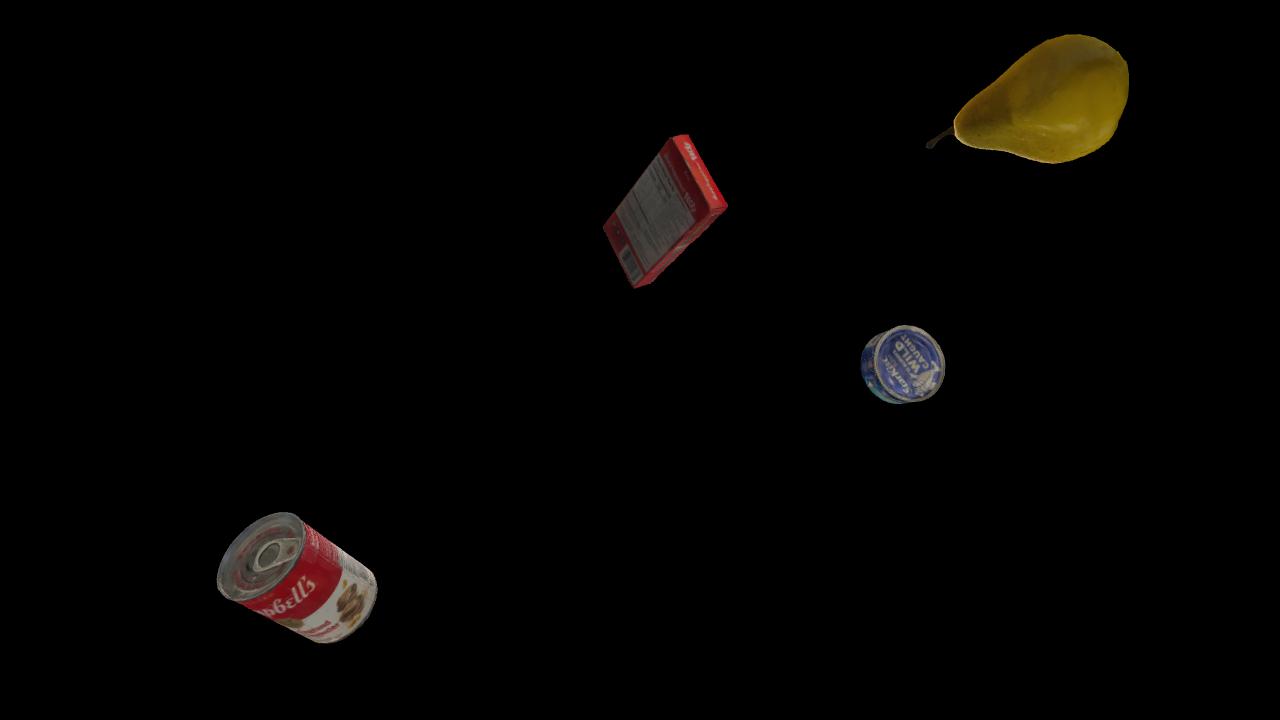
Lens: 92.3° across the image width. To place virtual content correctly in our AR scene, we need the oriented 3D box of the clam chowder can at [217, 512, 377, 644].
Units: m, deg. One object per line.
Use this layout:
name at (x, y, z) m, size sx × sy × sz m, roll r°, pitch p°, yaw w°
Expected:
clam chowder can at (-0.264, 0.174, 0.484) m, size 0.068 × 0.068 × 0.102 m, roll 0°, pitch -40°, yaw 18°

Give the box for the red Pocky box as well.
red Pocky box at (0.020, -0.143, 0.619) m, size 0.028 × 0.083 × 0.155 m, roll -19°, pitch -11°, yaw -34°

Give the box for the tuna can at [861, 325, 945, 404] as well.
tuna can at (0.287, 0.006, 0.676) m, size 0.084 × 0.084 × 0.034 m, roll 0°, pitch -10°, yaw -11°

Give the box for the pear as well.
pear at (0.253, -0.169, 0.412) m, size 0.111 × 0.080 × 0.080 m, roll 0°, pitch 0°, yaw 23°
